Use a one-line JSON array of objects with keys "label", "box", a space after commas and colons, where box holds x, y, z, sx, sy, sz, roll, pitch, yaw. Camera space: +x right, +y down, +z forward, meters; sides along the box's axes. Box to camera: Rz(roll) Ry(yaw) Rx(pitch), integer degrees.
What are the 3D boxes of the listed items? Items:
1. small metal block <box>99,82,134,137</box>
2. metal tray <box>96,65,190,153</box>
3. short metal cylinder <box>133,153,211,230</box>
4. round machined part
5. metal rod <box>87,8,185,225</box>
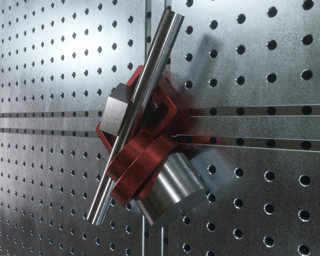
[{"label": "small metal block", "box": [-0.054, -0.025, 0.407, 0.025, 0.050, 0.050, 22, 119, -1]}, {"label": "metal tray", "box": [-0.029, -0.009, 0.427, 0.129, 0.030, 0.090, -50, 61, 28]}, {"label": "short metal cylinder", "box": [0.011, 0.074, 0.361, 0.080, 0.081, 0.050, -51, 61, 28]}, {"label": "round machined part", "box": [-0.025, 0.042, 0.367, 0.042, 0.098, 0.097, 41, 116, 8]}, {"label": "metal rod", "box": [-0.038, -0.001, 0.399, 0.025, 0.025, 0.298, 35, 111, 34]}]
